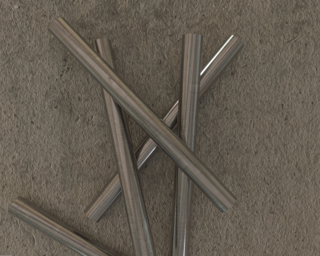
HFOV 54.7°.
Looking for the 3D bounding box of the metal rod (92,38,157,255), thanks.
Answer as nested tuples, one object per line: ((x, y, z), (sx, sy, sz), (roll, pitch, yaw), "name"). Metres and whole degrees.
((-0.044, 0.031, 0.386), (0.025, 0.025, 0.299), (-13, 81, 0), "metal rod")

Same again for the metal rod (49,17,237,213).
((-0.023, -0.018, 0.371), (0.025, 0.025, 0.300), (-44, 86, 0), "metal rod")

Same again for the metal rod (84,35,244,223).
((0.006, 0.001, 0.409), (0.025, 0.025, 0.300), (40, 90, 0), "metal rod")

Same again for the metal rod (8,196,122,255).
((-0.062, 0.178, 0.409), (0.301, 0.025, 0.025), (31, 90, 0), "metal rod")

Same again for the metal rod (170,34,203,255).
((0.032, 0.036, 0.392), (0.025, 0.025, 0.298), (3, 97, 0), "metal rod")
